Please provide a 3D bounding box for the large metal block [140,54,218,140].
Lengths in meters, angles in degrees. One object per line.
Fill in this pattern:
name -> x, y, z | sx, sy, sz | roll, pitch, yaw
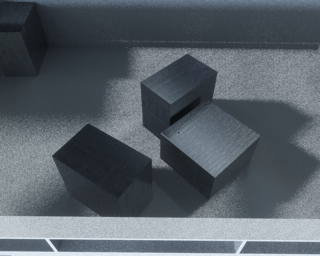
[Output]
large metal block -> 0.023, -0.036, 0.400 | 0.080, 0.080, 0.050 | -36, 59, -27

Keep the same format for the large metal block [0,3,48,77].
large metal block -> -0.218, -0.137, 0.481 | 0.050, 0.080, 0.080 | -1, 50, -1

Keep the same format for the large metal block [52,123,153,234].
large metal block -> -0.055, 0.053, 0.324 | 0.080, 0.080, 0.050 | 27, 55, 21

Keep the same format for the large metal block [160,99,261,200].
large metal block -> 0.057, 0.023, 0.370 | 0.080, 0.050, 0.080 | -36, 59, -27
